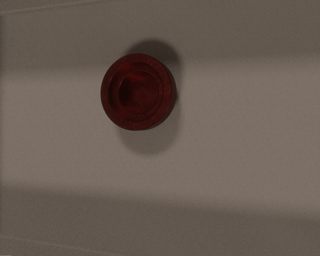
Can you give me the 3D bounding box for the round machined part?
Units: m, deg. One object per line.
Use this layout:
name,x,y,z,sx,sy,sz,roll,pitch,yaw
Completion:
round machined part,-0.025,-0.045,0.409,0.098,0.042,0.097,0,90,19
